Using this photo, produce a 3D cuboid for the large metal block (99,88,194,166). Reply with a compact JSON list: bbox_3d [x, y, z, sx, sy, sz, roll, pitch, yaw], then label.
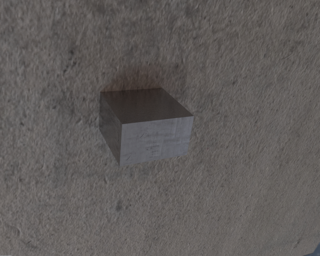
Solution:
[{"bbox_3d":[-0.019,-0.006,0.356,0.081,0.080,0.050,-7,122,-25],"label":"large metal block"}]
